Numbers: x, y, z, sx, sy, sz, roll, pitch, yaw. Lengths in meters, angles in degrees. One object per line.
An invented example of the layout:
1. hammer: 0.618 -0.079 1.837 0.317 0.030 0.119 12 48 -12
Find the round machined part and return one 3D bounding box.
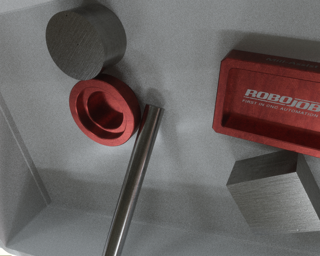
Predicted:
1. round machined part: -0.068 -0.027 0.415 0.098 0.042 0.097 13 124 20

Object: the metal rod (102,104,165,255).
1. metal rod: -0.048 0.114 0.415 0.025 0.025 0.298 19 97 17

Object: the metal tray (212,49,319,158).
1. metal tray: 0.126 -0.025 0.322 0.130 0.030 0.089 14 124 19

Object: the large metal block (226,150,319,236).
1. large metal block: 0.138 0.077 0.367 0.080 0.050 0.080 -20 108 35

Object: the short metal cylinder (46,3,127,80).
1. short metal cylinder: -0.088 -0.104 0.373 0.080 0.050 0.079 13 124 20
